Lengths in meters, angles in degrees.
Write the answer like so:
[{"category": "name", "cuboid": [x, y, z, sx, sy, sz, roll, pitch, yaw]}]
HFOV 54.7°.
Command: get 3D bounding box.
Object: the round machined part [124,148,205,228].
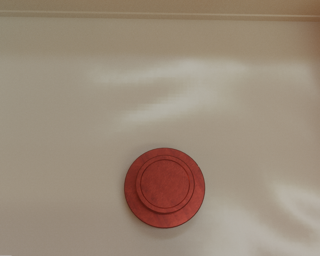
[{"category": "round machined part", "cuboid": [0.006, 0.070, 0.375, 0.099, 0.042, 0.098, 0, 70, -1]}]
